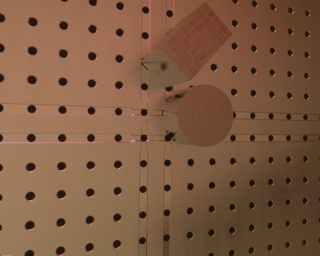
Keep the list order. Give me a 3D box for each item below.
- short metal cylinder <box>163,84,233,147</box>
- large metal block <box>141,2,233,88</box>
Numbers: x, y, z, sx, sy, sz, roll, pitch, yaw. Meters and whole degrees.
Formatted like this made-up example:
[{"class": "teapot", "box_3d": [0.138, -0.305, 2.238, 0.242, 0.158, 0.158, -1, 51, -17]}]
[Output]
[{"class": "short metal cylinder", "box_3d": [0.050, -0.016, 0.418, 0.081, 0.050, 0.079, 0, 90, -20]}, {"class": "large metal block", "box_3d": [0.031, -0.101, 0.394, 0.050, 0.080, 0.080, 45, 76, -15]}]
